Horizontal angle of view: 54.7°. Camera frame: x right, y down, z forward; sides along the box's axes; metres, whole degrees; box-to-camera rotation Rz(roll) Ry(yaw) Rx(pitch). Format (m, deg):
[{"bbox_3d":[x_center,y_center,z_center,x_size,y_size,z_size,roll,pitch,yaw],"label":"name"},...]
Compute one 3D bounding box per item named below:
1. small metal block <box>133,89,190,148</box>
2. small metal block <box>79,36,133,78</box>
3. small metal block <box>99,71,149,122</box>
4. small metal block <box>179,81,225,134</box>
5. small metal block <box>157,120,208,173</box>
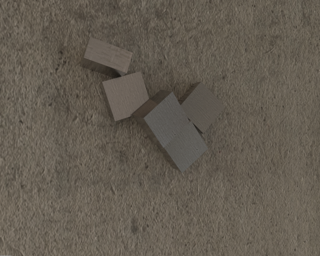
[{"bbox_3d":[0.003,-0.012,0.388,0.050,0.025,0.050,-44,122,-19],"label":"small metal block"},{"bbox_3d":[-0.066,-0.082,0.371,0.050,0.050,0.025,17,84,-19],"label":"small metal block"},{"bbox_3d":[-0.044,-0.039,0.393,0.050,0.025,0.050,-19,97,-19],"label":"small metal block"},{"bbox_3d":[0.053,-0.028,0.428,0.050,0.025,0.050,44,76,-15],"label":"small metal block"},{"bbox_3d":[0.029,0.023,0.414,0.050,0.025,0.050,-41,116,-15],"label":"small metal block"}]
